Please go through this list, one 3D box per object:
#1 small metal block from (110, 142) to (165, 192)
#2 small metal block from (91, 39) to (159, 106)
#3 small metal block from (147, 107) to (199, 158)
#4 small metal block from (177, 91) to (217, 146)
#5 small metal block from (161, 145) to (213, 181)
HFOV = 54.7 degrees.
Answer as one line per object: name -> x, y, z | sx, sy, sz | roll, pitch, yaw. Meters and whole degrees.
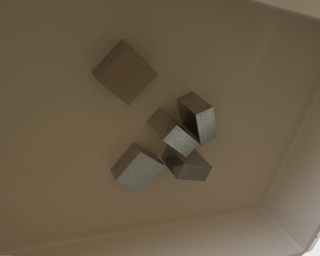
small metal block -> -0.030, 0.055, 0.426 | 0.050, 0.025, 0.050 | 35, 99, -39
small metal block -> -0.039, -0.062, 0.349 | 0.050, 0.025, 0.050 | -47, 129, 4
small metal block -> 0.017, 0.006, 0.405 | 0.025, 0.050, 0.050 | -48, 129, 5
small metal block -> 0.049, -0.013, 0.411 | 0.025, 0.050, 0.050 | -25, 128, -13
small metal block -> 0.038, 0.050, 0.444 | 0.050, 0.050, 0.025 | 11, 113, -33
